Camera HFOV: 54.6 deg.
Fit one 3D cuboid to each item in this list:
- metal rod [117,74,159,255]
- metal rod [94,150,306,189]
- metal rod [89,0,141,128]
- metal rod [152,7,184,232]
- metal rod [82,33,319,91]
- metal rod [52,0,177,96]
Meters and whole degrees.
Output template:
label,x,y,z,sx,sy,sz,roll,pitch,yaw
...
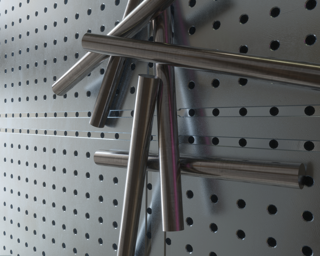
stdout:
label,x,y,z,sx,sy,sz,roll,pitch,yaw
metal rod,-0.034,0.079,0.410,0.025,0.025,0.298,23,113,38
metal rod,0.021,0.046,0.393,0.300,0.025,0.025,0,90,40
metal rod,-0.048,-0.138,0.449,0.025,0.025,0.298,34,111,35
metal rod,0.008,-0.031,0.381,0.025,0.025,0.299,-12,75,39
metal rod,0.031,-0.079,0.349,0.300,0.025,0.025,16,100,28
metal rod,-0.068,-0.118,0.431,0.299,0.025,0.025,-27,73,39
